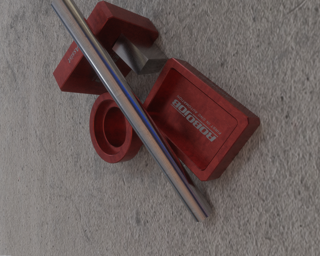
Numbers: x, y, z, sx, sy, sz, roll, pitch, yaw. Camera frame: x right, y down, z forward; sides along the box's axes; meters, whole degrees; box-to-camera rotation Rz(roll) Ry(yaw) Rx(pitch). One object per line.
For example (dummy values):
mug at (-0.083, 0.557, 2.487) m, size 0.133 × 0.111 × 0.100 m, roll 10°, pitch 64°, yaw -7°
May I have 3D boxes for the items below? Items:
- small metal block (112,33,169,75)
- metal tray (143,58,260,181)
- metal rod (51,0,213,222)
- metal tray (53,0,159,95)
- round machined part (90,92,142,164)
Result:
small metal block at (-0.024, -0.096, 0.402) m, size 0.050 × 0.050 × 0.025 m, roll 47°, pitch 121°, yaw 13°
metal tray at (0.040, -0.012, 0.369) m, size 0.130 × 0.030 × 0.089 m, roll 45°, pitch 117°, yaw 30°
metal rod at (-0.031, -0.021, 0.361) m, size 0.025 × 0.025 × 0.299 m, roll -32°, pitch 92°, yaw 35°
metal tray at (-0.074, -0.100, 0.422) m, size 0.129 × 0.091 × 0.030 m, roll -45°, pitch 64°, yaw 30°
round machined part at (-0.054, -0.002, 0.433) m, size 0.098 × 0.042 × 0.097 m, roll 5°, pitch 96°, yaw 45°
